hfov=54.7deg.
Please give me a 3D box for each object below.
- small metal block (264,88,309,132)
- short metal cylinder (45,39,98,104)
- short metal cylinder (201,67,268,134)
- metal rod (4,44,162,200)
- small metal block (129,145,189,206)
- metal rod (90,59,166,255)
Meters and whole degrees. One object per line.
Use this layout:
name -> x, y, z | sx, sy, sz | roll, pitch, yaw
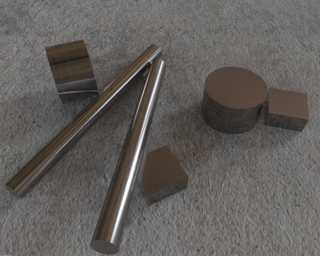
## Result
small metal block -> 0.173, -0.026, 0.426 | 0.050, 0.025, 0.050 | 11, 51, 9
short metal cylinder -> -0.122, -0.078, 0.432 | 0.050, 0.080, 0.080 | -17, 52, -14
short metal cylinder -> 0.098, -0.038, 0.419 | 0.081, 0.050, 0.080 | 0, 50, 0
metal rod -> -0.085, -0.028, 0.425 | 0.025, 0.025, 0.301 | 25, 54, 19
small metal block -> -0.002, 0.054, 0.358 | 0.050, 0.025, 0.050 | -22, 54, -18
metal rod -> -0.025, 0.003, 0.374 | 0.025, 0.025, 0.300 | 7, 42, 5
